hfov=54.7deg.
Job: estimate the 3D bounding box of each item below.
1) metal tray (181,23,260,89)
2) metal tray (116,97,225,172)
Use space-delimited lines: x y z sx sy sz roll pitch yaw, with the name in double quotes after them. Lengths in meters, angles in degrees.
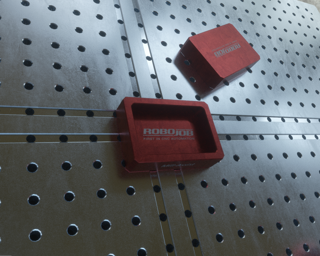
0.109 -0.131 0.546 0.131 0.030 0.090 -30 79 -38 "metal tray"
0.014 0.007 0.409 0.131 0.030 0.090 1 61 -28 "metal tray"
